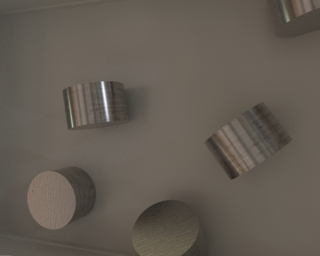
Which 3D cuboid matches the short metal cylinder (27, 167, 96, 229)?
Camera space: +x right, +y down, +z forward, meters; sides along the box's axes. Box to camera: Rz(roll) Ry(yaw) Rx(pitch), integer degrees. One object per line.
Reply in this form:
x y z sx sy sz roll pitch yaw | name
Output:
-0.141 0.099 0.447 0.080 0.050 0.080 0 90 20 | short metal cylinder

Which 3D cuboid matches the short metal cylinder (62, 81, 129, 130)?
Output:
-0.084 -0.028 0.411 0.080 0.080 0.050 -10 87 20 | short metal cylinder

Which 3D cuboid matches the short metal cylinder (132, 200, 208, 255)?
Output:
0.013 0.134 0.369 0.080 0.080 0.050 -6 128 20 | short metal cylinder

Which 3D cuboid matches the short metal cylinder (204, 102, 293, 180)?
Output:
0.097 0.015 0.347 0.080 0.080 0.050 -37 78 16 | short metal cylinder

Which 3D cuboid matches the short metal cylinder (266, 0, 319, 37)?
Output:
0.157 -0.136 0.326 0.080 0.080 0.050 -14 86 19 | short metal cylinder
